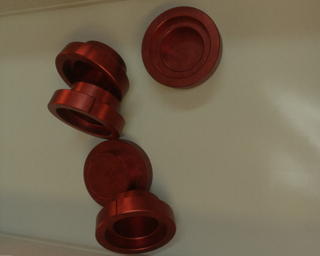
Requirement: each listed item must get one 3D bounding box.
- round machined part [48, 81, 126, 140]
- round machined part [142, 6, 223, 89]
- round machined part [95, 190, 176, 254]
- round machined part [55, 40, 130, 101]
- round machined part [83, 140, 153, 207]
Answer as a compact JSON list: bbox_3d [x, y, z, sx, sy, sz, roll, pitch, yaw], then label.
[{"bbox_3d":[-0.091,-0.025,0.405,0.098,0.098,0.042,14,69,19],"label":"round machined part"},{"bbox_3d":[0.030,-0.097,0.391,0.098,0.042,0.097,0,90,20],"label":"round machined part"},{"bbox_3d":[-0.031,0.116,0.394,0.098,0.098,0.042,-31,38,17],"label":"round machined part"},{"bbox_3d":[-0.084,-0.076,0.412,0.098,0.098,0.042,17,60,19],"label":"round machined part"},{"bbox_3d":[-0.063,0.065,0.424,0.098,0.042,0.097,0,90,19],"label":"round machined part"}]
